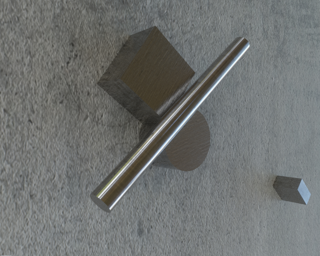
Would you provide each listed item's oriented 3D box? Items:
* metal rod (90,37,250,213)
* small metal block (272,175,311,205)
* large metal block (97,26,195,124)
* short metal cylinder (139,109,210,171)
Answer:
[{"bbox_3d":[0.031,-0.025,0.365,0.301,0.025,0.025,-48,119,-32],"label":"metal rod"},{"bbox_3d":[0.257,0.121,0.603,0.050,0.050,0.025,51,60,-28],"label":"small metal block"},{"bbox_3d":[-0.014,-0.061,0.376,0.080,0.050,0.080,43,64,-32],"label":"large metal block"},{"bbox_3d":[0.020,0.014,0.405,0.081,0.050,0.080,0,90,-40],"label":"short metal cylinder"}]
